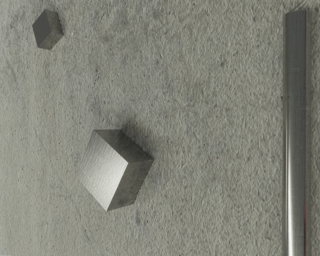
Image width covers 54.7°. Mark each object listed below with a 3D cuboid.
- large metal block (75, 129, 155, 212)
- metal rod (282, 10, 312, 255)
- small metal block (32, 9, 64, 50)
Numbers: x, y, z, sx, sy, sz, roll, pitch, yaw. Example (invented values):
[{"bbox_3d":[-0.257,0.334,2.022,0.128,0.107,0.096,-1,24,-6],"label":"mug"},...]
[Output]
[{"bbox_3d":[-0.066,0.057,0.441,0.080,0.050,0.079,38,113,33],"label":"large metal block"},{"bbox_3d":[0.130,0.041,0.296,0.025,0.025,0.298,0,90,39],"label":"metal rod"},{"bbox_3d":[-0.208,-0.181,0.573,0.050,0.025,0.050,-30,72,35],"label":"small metal block"}]
